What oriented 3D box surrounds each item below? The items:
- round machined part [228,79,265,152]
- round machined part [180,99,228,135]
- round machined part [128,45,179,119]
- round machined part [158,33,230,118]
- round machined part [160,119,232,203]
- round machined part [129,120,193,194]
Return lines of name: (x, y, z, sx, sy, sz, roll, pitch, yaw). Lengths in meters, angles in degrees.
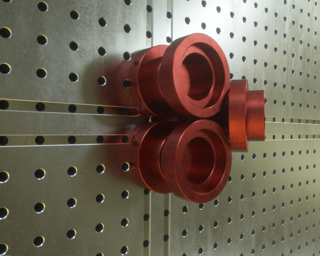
round machined part: (0.118, -0.016, 0.413, 0.098, 0.042, 0.097, -1, 90, -72)
round machined part: (0.080, -0.017, 0.464, 0.099, 0.042, 0.097, 0, 90, -40)
round machined part: (0.010, -0.060, 0.407, 0.099, 0.042, 0.097, 0, 90, -40)
round machined part: (0.037, -0.060, 0.372, 0.099, 0.042, 0.097, 0, 90, -40)
round machined part: (0.040, 0.038, 0.375, 0.099, 0.042, 0.097, 0, 90, -40)
round machined part: (0.011, 0.038, 0.407, 0.099, 0.042, 0.097, 0, 90, -40)
